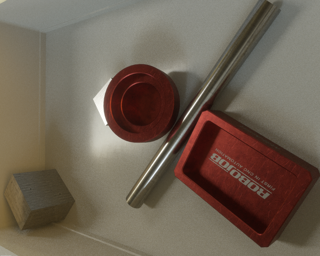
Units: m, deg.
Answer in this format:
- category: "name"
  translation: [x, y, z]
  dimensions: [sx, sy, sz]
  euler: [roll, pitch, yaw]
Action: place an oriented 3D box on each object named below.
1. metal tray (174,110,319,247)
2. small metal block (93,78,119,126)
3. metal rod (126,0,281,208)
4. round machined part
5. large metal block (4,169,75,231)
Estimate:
- category: "metal tray"
  translation: [0.085, 0.048, 0.332]
  dimensions: [0.130, 0.030, 0.089]
  euler: [36, 112, 33]
- category: "small metal block"
  translation: [-0.067, -0.038, 0.460]
  dimensions: [0.050, 0.025, 0.050]
  euler: [-42, 65, 31]
- category: "metal rod"
  translation: [0.038, -0.011, 0.373]
  dimensions: [0.025, 0.025, 0.298]
  euler: [47, 118, 29]
- category: "round machined part"
  translation: [-0.020, -0.030, 0.400]
  dimensions: [0.098, 0.042, 0.097]
  euler: [-1, 87, 24]
- category: "large metal block"
  translation: [-0.210, 0.121, 0.541]
  dimensions: [0.080, 0.081, 0.050]
  euler: [47, 118, 29]
